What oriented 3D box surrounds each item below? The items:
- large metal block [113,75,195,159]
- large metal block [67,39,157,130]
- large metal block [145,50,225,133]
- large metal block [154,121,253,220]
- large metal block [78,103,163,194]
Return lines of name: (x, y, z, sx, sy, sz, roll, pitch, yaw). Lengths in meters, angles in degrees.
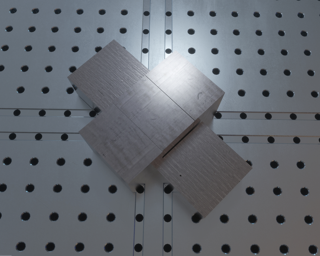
large metal block: (-0.008, -0.005, 0.385, 0.050, 0.080, 0.080, -43, 76, -14)
large metal block: (-0.061, -0.057, 0.416, 0.080, 0.050, 0.080, 43, 76, 13)
large metal block: (0.029, -0.038, 0.397, 0.050, 0.080, 0.080, -43, 76, -14)
large metal block: (0.050, 0.053, 0.380, 0.080, 0.050, 0.080, -42, 76, -13)
large metal block: (-0.043, 0.028, 0.372, 0.050, 0.080, 0.080, -43, 76, -14)
